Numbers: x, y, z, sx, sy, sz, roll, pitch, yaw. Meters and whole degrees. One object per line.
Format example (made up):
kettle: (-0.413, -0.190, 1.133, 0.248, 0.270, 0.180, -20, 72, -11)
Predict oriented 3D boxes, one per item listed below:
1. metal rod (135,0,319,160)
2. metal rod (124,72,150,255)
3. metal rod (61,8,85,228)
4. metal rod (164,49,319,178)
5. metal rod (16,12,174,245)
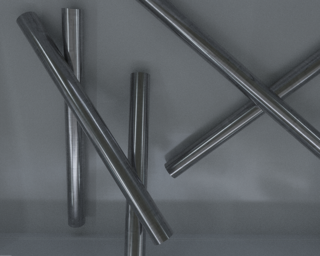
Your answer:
metal rod: (0.093, -0.063, 0.369, 0.300, 0.025, 0.025, 39, 105, -6)
metal rod: (-0.028, 0.082, 0.374, 0.025, 0.025, 0.298, 1, 85, -1)
metal rod: (-0.113, 0.001, 0.410, 0.025, 0.025, 0.298, 4, 110, -2)
metal rod: (0.130, -0.030, 0.402, 0.300, 0.025, 0.025, -38, 106, 12)
metal rod: (-0.076, -0.003, 0.354, 0.025, 0.025, 0.299, -33, 86, 11)
